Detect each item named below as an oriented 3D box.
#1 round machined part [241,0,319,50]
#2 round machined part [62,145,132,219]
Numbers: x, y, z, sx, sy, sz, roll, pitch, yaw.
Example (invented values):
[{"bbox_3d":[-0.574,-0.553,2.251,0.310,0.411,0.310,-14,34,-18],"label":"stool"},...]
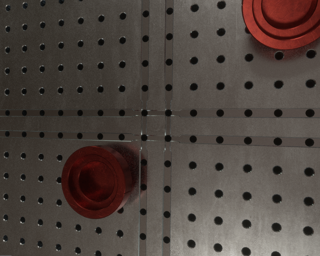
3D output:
[{"bbox_3d":[0.140,-0.139,0.341,0.098,0.042,0.097,5,115,10],"label":"round machined part"},{"bbox_3d":[-0.083,0.073,0.432,0.098,0.042,0.097,0,90,19],"label":"round machined part"}]
